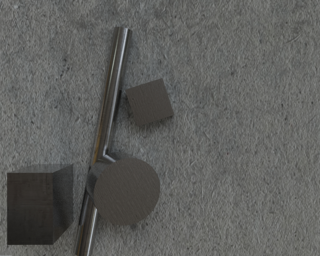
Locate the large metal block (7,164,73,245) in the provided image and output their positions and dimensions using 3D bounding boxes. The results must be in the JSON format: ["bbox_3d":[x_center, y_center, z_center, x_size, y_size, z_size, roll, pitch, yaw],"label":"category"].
[{"bbox_3d":[-0.143,0.089,0.381,0.050,0.080,0.079,0,90,0],"label":"large metal block"}]

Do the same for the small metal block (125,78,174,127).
[{"bbox_3d":[-0.013,-0.033,0.410,0.050,0.025,0.050,-18,90,0],"label":"small metal block"}]

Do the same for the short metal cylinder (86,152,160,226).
[{"bbox_3d":[-0.046,0.073,0.384,0.081,0.050,0.079,-2,95,-23],"label":"short metal cylinder"}]

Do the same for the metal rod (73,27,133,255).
[{"bbox_3d":[-0.075,0.017,0.409,0.025,0.025,0.298,10,90,0],"label":"metal rod"}]
